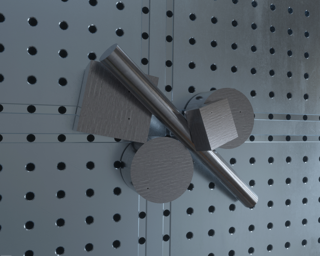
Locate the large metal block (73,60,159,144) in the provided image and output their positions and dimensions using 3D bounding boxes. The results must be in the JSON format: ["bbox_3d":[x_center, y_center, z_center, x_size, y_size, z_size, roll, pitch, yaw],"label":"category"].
[{"bbox_3d":[-0.054,-0.028,0.374,0.081,0.050,0.080,12,86,-20],"label":"large metal block"}]

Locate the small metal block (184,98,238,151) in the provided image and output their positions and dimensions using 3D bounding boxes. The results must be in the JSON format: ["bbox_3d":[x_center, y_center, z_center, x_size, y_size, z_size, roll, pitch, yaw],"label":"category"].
[{"bbox_3d":[0.062,-0.004,0.371,0.050,0.025,0.050,-22,98,-37],"label":"small metal block"}]

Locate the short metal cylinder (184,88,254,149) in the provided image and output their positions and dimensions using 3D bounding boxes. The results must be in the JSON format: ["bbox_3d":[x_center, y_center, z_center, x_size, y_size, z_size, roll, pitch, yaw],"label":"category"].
[{"bbox_3d":[0.080,-0.013,0.425,0.081,0.050,0.079,0,90,-20],"label":"short metal cylinder"}]

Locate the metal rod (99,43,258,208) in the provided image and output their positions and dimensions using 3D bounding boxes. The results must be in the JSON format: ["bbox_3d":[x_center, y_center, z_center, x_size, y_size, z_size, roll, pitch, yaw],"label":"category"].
[{"bbox_3d":[0.041,0.015,0.387,0.300,0.025,0.025,45,76,-29],"label":"metal rod"}]

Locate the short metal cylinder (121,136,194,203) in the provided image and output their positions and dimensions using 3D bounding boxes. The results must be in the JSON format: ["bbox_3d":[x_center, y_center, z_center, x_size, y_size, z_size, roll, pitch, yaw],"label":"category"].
[{"bbox_3d":[-0.005,0.050,0.394,0.081,0.050,0.079,0,90,-20],"label":"short metal cylinder"}]
